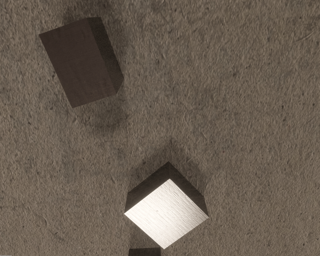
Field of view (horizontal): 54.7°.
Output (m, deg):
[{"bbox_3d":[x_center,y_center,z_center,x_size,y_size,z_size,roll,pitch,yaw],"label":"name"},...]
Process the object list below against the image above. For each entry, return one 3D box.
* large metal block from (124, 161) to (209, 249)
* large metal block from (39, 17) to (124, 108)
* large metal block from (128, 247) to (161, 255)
[{"bbox_3d":[0.009,0.108,0.437,0.080,0.050,0.080,-40,106,13],"label":"large metal block"},{"bbox_3d":[-0.082,-0.077,0.351,0.050,0.080,0.080,-17,109,6],"label":"large metal block"},{"bbox_3d":[-0.022,0.243,0.470,0.050,0.080,0.079,-3,110,1],"label":"large metal block"}]
